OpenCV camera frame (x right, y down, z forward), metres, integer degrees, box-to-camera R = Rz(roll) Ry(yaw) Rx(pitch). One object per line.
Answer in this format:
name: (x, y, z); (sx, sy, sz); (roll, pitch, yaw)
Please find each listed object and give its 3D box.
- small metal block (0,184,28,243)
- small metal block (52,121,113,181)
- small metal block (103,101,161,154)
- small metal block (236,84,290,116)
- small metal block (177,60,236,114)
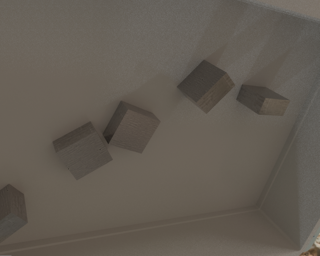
small metal block: (-0.184, 0.101, 0.355); (0.050, 0.050, 0.025); (-37, 130, -4)
small metal block: (-0.093, 0.028, 0.376); (0.050, 0.025, 0.050); (-30, 129, -10)
small metal block: (-0.036, 0.000, 0.390); (0.050, 0.025, 0.050); (20, 108, -36)
small metal block: (0.150, -0.041, 0.452); (0.050, 0.050, 0.025); (1, 118, -30)
small metal block: (0.057, -0.053, 0.393); (0.050, 0.050, 0.025); (-45, 130, 3)
